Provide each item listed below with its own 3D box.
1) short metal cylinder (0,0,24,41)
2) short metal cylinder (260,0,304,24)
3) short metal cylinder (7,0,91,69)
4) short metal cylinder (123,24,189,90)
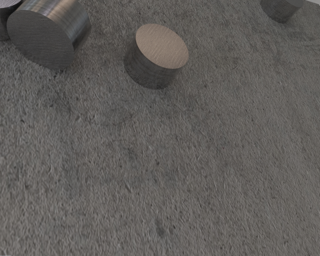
[{"bbox_3d":[-0.204,-0.151,0.367,0.081,0.050,0.080,12,56,-18],"label":"short metal cylinder"},{"bbox_3d":[0.281,-0.290,0.715,0.081,0.050,0.080,14,56,-21],"label":"short metal cylinder"},{"bbox_3d":[-0.130,-0.118,0.370,0.080,0.080,0.050,27,53,-12],"label":"short metal cylinder"},{"bbox_3d":[-0.006,-0.102,0.447,0.081,0.050,0.080,14,56,-21],"label":"short metal cylinder"}]
